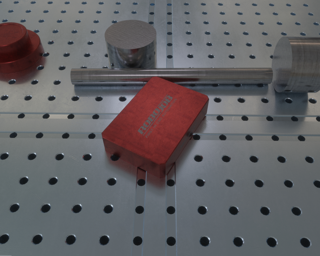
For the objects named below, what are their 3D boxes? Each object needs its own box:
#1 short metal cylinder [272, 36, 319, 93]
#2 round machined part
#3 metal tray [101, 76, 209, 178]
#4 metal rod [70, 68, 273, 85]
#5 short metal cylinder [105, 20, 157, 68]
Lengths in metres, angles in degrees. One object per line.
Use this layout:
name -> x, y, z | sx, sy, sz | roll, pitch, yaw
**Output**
short metal cylinder -> 0.201, -0.091, 0.450 | 0.050, 0.080, 0.080 | 1, 50, 1
round machined part -> -0.249, -0.138, 0.511 | 0.099, 0.042, 0.098 | 0, 50, 0
metal tray -> -0.003, -0.008, 0.411 | 0.090, 0.030, 0.130 | 24, 54, 18
metal rod -> 0.018, -0.079, 0.473 | 0.302, 0.025, 0.025 | 0, 50, -1
short metal cylinder -> -0.046, -0.131, 0.501 | 0.080, 0.050, 0.080 | 0, 50, 0
